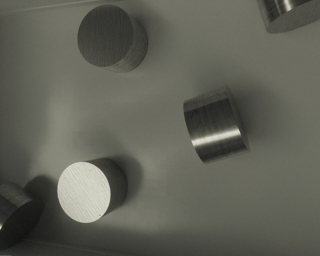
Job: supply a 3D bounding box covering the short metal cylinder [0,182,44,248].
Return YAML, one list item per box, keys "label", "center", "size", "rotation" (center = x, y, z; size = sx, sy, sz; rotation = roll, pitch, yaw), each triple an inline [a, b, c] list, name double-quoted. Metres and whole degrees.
- label: "short metal cylinder"
  center: [-0.222, 0.128, 0.458]
  size: [0.050, 0.080, 0.080]
  rotation: [29, 99, 17]

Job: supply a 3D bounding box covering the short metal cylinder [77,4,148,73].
- label: "short metal cylinder"
  center: [-0.062, -0.118, 0.418]
  size: [0.080, 0.050, 0.079]
  rotation: [0, 90, 19]

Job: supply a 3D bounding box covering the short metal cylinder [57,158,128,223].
- label: "short metal cylinder"
  center: [-0.092, 0.084, 0.428]
  size: [0.080, 0.050, 0.079]
  rotation: [0, 90, 19]

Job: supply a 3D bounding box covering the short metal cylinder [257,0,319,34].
- label: "short metal cylinder"
  center: [0.146, -0.143, 0.330]
  size: [0.080, 0.080, 0.050]
  rotation: [-17, 84, 19]

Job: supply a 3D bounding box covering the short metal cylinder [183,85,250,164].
- label: "short metal cylinder"
  center: [0.066, -0.003, 0.358]
  size: [0.050, 0.080, 0.080]
  rotation: [-19, 84, 19]
